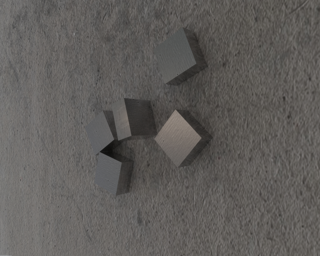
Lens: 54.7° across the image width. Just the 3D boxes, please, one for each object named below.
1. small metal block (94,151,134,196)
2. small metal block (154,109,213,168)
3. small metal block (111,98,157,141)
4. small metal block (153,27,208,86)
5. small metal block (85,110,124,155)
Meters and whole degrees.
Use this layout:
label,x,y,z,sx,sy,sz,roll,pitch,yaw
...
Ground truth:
label,x,y,z,sx,sy,sz,roll,pitch,yaw
small metal block,-0.069,0.066,0.462,0.050,0.025,0.050,19,102,38
small metal block,0.028,0.013,0.382,0.050,0.025,0.050,50,119,28
small metal block,-0.034,-0.011,0.417,0.025,0.050,0.050,-20,77,38
small metal block,0.025,-0.087,0.385,0.050,0.025,0.050,-29,72,36
small metal block,-0.084,0.008,0.474,0.050,0.025,0.050,-38,67,33
